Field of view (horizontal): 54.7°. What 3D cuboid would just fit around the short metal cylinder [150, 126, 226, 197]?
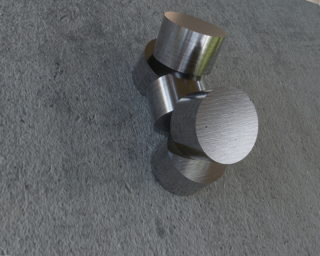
[{"bbox_3d":[0.034,0.039,0.384,0.081,0.050,0.080,14,56,-21],"label":"short metal cylinder"}]

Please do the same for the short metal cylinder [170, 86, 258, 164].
[{"bbox_3d":[0.059,-0.003,0.338,0.081,0.050,0.080,0,90,-27],"label":"short metal cylinder"}]

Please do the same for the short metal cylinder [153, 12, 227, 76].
[{"bbox_3d":[0.036,-0.107,0.391,0.081,0.050,0.080,15,32,-9],"label":"short metal cylinder"}]

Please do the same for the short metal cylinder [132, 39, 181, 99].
[{"bbox_3d":[0.006,-0.080,0.442,0.081,0.050,0.080,14,56,-21],"label":"short metal cylinder"}]

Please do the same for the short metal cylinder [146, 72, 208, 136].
[{"bbox_3d":[0.026,-0.030,0.403,0.081,0.080,0.050,1,61,-28],"label":"short metal cylinder"}]
